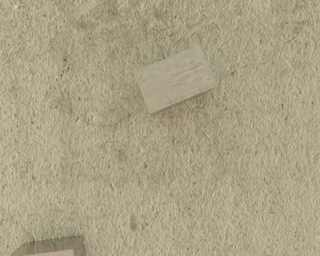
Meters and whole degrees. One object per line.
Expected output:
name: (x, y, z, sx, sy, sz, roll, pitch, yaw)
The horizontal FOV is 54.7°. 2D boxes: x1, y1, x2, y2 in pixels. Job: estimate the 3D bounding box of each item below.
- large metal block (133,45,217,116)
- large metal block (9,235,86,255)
large metal block: (0.017, -0.054, 0.382, 0.080, 0.080, 0.050, -23, 90, 0)
large metal block: (-0.139, 0.190, 0.396, 0.080, 0.050, 0.080, -8, 90, 0)
